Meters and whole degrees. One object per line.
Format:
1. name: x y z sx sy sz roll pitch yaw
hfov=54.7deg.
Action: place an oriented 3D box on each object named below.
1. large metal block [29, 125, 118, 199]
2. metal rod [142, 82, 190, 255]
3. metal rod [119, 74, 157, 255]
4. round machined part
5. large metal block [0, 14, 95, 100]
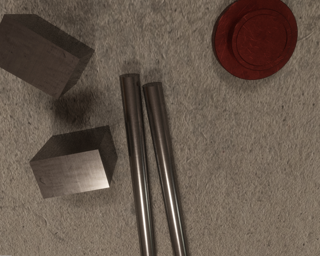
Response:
1. large metal block: -0.104 0.040 0.394 0.080 0.080 0.050 -11 110 3
2. metal rod: 0.014 0.083 0.440 0.025 0.025 0.298 -9 110 3
3. metal rod: -0.027 0.074 0.436 0.025 0.025 0.298 -4 110 1
4. round machined part: 0.113 -0.104 0.364 0.099 0.042 0.097 0 110 -1
5. large metal block: -0.128 -0.083 0.348 0.080 0.080 0.050 30 107 -11
